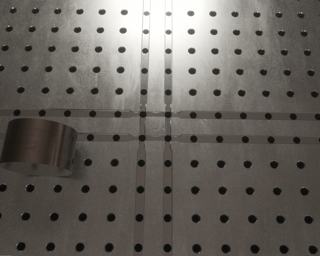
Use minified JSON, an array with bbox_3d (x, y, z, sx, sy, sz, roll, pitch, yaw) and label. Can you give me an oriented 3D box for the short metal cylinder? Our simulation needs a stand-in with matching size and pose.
[{"bbox_3d":[-0.143,0.026,0.371,0.081,0.080,0.050,3,70,0],"label":"short metal cylinder"}]
